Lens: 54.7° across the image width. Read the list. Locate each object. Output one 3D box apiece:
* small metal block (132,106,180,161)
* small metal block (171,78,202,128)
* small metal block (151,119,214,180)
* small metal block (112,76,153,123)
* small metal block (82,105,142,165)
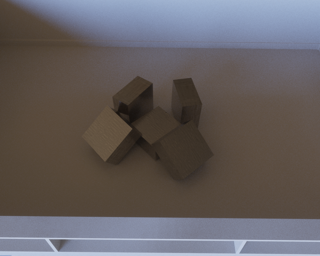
[{"bbox_3d":[-0.004,0.006,0.397,0.050,0.025,0.050,-35,58,-26],"label":"small metal block"},{"bbox_3d":[0.034,-0.030,0.412,0.025,0.050,0.050,-8,50,-8],"label":"small metal block"},{"bbox_3d":[0.027,0.026,0.365,0.050,0.025,0.050,-34,95,-26],"label":"small metal block"},{"bbox_3d":[-0.034,-0.033,0.413,0.025,0.050,0.050,29,56,22],"label":"small metal block"},{"bbox_3d":[-0.059,0.009,0.380,0.050,0.025,0.050,41,94,29],"label":"small metal block"}]
